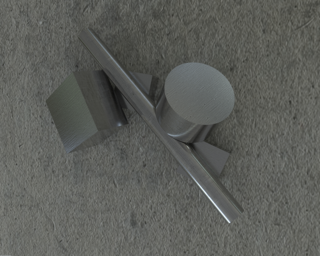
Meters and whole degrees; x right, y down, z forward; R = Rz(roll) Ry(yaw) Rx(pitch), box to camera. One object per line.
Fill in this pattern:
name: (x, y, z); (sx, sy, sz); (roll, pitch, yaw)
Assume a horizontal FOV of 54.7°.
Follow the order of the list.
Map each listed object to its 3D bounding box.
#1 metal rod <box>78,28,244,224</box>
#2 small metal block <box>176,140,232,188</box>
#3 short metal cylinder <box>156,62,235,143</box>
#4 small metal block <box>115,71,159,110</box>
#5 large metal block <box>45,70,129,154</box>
metal rod: (-0.007, -0.012, 0.385); (0.025, 0.025, 0.300); (-43, 77, 15)
small metal block: (0.056, 0.043, 0.390); (0.050, 0.025, 0.050); (26, 98, 17)
short metal cylinder: (0.039, -0.029, 0.361); (0.081, 0.050, 0.080); (5, 64, -11)
small metal block: (-0.034, -0.049, 0.421); (0.050, 0.025, 0.050); (13, 94, 19)
large metal block: (-0.099, -0.021, 0.413); (0.080, 0.050, 0.080); (-31, 80, 41)
